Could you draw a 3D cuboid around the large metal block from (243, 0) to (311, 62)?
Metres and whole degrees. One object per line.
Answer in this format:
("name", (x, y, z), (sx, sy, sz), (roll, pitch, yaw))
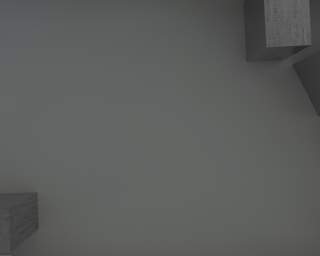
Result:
("large metal block", (0.142, -0.131, 0.385), (0.050, 0.080, 0.080), (-3, 90, 0))

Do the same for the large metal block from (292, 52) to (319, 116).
("large metal block", (0.222, -0.062, 0.385), (0.050, 0.080, 0.080), (-27, 90, 0))

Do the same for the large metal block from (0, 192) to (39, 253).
("large metal block", (-0.207, 0.114, 0.382), (0.081, 0.080, 0.050), (-2, 90, 0))
